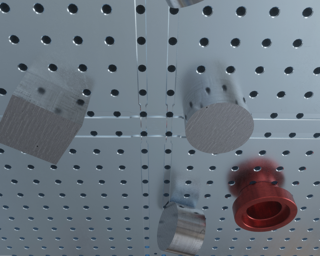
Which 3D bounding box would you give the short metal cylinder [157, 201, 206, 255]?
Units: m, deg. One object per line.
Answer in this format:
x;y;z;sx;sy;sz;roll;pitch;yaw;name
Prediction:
0.035;0.169;0.520;0.050;0.080;0.079;20;127;-16;short metal cylinder

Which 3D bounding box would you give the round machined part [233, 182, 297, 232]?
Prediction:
0.168;0.126;0.509;0.099;0.042;0.097;0;130;0;round machined part

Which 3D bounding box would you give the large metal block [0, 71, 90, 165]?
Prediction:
-0.146;-0.010;0.385;0.080;0.050;0.080;27;125;-21;large metal block

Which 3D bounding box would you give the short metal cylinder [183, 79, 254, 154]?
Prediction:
0.070;-0.014;0.384;0.081;0.050;0.079;0;130;0;short metal cylinder

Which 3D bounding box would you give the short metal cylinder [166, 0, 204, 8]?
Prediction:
0.029;-0.144;0.253;0.080;0.080;0.050;-23;126;18;short metal cylinder
